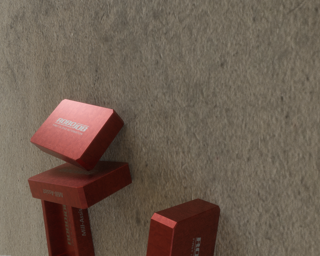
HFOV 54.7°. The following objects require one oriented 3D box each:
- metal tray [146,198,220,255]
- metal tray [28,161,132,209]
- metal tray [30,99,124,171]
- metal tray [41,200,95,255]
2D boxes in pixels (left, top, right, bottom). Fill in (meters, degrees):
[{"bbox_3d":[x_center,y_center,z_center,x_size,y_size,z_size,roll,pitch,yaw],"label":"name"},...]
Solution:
[{"bbox_3d":[0.023,0.151,0.341,0.030,0.091,0.129,12,98,39],"label":"metal tray"},{"bbox_3d":[-0.118,0.077,0.453,0.130,0.091,0.030,-2,104,39],"label":"metal tray"},{"bbox_3d":[-0.128,0.006,0.473,0.130,0.030,0.090,14,61,39],"label":"metal tray"},{"bbox_3d":[-0.161,0.163,0.530,0.090,0.030,0.129,-19,78,38],"label":"metal tray"}]
